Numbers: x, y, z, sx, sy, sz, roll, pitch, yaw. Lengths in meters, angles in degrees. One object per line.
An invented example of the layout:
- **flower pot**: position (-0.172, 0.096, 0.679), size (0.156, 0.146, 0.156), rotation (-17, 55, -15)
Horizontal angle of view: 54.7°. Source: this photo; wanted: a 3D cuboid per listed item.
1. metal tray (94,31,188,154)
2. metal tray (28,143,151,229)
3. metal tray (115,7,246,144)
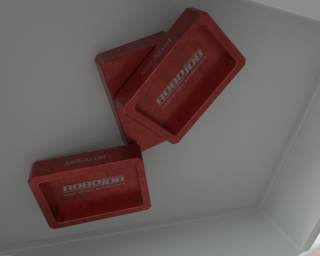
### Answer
- **metal tray**: position (-0.014, -0.039, 0.375), size (0.091, 0.030, 0.129), rotation (-24, 128, -14)
- **metal tray**: position (-0.082, 0.074, 0.385), size (0.131, 0.030, 0.089), rotation (-11, 125, -5)
- **metal tray**: position (0.025, -0.054, 0.347), size (0.090, 0.030, 0.130), rotation (34, 99, -39)
